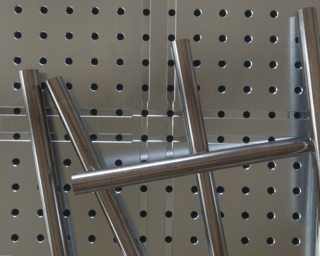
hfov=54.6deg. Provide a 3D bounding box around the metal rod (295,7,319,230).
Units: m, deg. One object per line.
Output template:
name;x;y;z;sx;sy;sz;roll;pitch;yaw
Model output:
metal rod;0.204;-0.008;0.398;0.025;0.025;0.299;-3;84;0

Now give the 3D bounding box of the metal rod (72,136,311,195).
metal rod;0.047;0.044;0.385;0.302;0.025;0.025;-8;90;-11

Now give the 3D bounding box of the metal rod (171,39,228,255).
metal rod;0.053;0.032;0.413;0.025;0.025;0.299;-10;90;0

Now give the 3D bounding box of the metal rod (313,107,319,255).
metal rod;0.221;0.072;0.414;0.025;0.025;0.298;2;90;0

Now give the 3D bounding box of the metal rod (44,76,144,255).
metal rod;-0.080;0.072;0.412;0.025;0.025;0.299;-24;90;0

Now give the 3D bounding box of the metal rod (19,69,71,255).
metal rod;-0.149;0.072;0.412;0.025;0.025;0.298;-10;90;0
